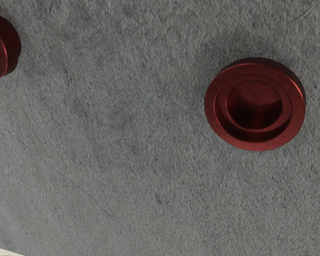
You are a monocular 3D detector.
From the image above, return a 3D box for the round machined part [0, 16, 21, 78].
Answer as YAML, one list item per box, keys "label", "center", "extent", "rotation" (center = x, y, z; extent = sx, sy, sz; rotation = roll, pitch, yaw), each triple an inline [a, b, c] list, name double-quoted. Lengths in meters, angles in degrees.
- label: "round machined part"
  center: [-0.243, -0.124, 0.447]
  extent: [0.098, 0.042, 0.097]
  rotation: [13, 124, 21]

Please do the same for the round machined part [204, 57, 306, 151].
- label: "round machined part"
  center: [0.100, -0.027, 0.326]
  extent: [0.098, 0.042, 0.097]
  rotation: [13, 124, 21]
